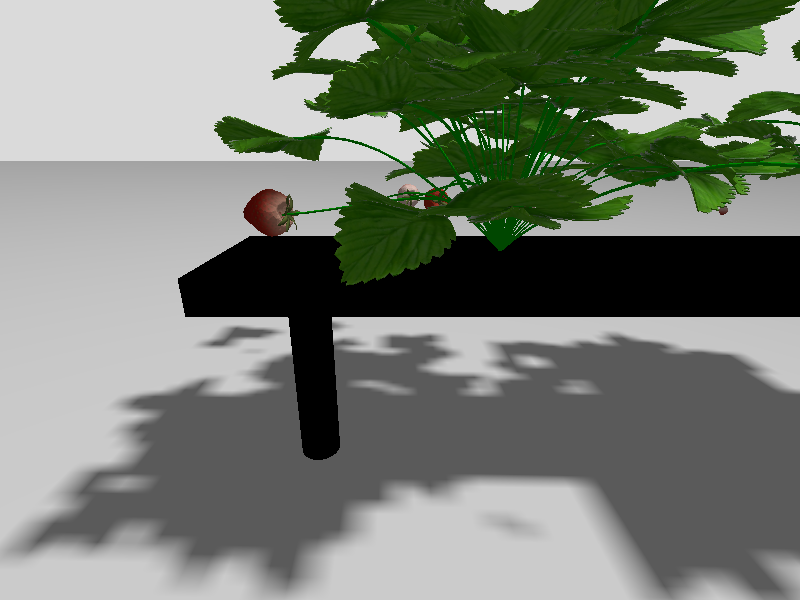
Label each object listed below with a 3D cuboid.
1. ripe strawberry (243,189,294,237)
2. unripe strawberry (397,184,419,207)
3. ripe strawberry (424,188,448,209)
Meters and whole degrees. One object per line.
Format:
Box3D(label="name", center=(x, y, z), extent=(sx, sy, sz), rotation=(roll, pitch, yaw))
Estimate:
Box3D(label="ripe strawberry", center=(-0.140, -0.092, 0.420), extent=(0.051, 0.049, 0.047), rotation=(6, 22, 17))
Box3D(label="unripe strawberry", center=(0.011, -0.162, 0.622), extent=(0.034, 0.036, 0.037), rotation=(-5, 21, -14))
Box3D(label="ripe strawberry", center=(0.049, -0.138, 0.559), extent=(0.035, 0.037, 0.037), rotation=(-4, 17, -10))
